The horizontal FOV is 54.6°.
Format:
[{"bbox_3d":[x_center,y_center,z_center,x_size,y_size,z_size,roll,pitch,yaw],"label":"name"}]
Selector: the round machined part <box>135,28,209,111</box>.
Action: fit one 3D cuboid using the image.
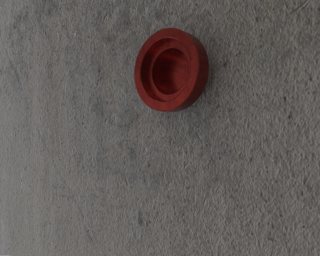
[{"bbox_3d":[0.018,-0.068,0.380,0.098,0.042,0.097,0,90,40],"label":"round machined part"}]
